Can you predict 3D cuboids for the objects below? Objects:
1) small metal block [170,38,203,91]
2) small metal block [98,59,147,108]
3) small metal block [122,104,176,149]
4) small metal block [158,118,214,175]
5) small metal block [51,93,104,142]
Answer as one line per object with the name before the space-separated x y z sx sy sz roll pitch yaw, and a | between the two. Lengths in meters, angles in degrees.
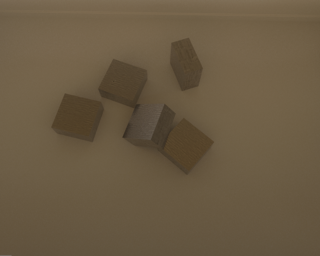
small metal block | 0.035 -0.087 0.429 0.025 0.050 0.050 -18 71 -7
small metal block | -0.051 -0.062 0.432 0.050 0.025 0.050 20 71 6
small metal block | -0.014 -0.003 0.397 0.050 0.025 0.050 3 64 42
small metal block | 0.033 0.024 0.401 0.050 0.025 0.050 40 74 13
small metal block | -0.108 -0.013 0.413 0.050 0.025 0.050 13 70 4
